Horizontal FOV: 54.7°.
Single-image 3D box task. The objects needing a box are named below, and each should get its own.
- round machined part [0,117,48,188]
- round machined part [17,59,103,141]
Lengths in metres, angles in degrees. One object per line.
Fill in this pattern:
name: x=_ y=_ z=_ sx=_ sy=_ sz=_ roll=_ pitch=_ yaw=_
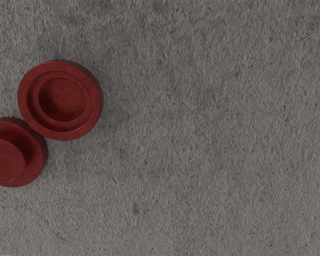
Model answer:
round machined part: x=-0.205 y=0.038 z=0.413 sx=0.099 sy=0.042 sz=0.097 roll=0 pitch=110 yaw=0
round machined part: x=-0.120 y=-0.037 z=0.386 sx=0.099 sy=0.042 sz=0.097 roll=0 pitch=110 yaw=0
